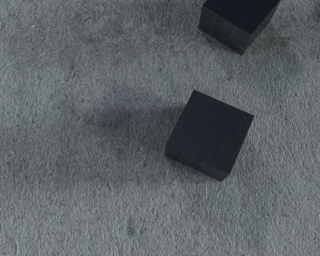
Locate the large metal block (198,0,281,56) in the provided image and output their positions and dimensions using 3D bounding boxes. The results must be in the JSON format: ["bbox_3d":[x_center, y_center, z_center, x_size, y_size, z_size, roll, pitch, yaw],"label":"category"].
[{"bbox_3d":[0.116,-0.169,0.457,0.080,0.050,0.080,37,74,12],"label":"large metal block"}]

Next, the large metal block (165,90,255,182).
[{"bbox_3d":[0.061,0.010,0.391,0.080,0.050,0.080,25,72,8],"label":"large metal block"}]
